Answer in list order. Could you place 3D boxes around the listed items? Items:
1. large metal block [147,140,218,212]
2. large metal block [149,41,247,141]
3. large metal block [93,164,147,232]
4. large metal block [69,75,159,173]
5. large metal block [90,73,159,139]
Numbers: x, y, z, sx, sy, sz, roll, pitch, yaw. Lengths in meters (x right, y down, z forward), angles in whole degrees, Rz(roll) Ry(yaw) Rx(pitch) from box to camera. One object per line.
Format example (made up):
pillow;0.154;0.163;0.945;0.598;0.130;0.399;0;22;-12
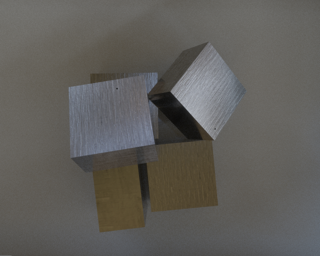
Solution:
large metal block;0.026;0.057;0.396;0.081;0.050;0.079;-5;90;-1
large metal block;0.046;-0.042;0.373;0.080;0.050;0.080;46;67;-23
large metal block;-0.046;0.073;0.382;0.050;0.080;0.079;-7;90;0
large metal block;-0.049;-0.004;0.332;0.080;0.050;0.080;-9;65;0
large metal block;-0.043;-0.026;0.397;0.081;0.050;0.079;-1;90;-1
